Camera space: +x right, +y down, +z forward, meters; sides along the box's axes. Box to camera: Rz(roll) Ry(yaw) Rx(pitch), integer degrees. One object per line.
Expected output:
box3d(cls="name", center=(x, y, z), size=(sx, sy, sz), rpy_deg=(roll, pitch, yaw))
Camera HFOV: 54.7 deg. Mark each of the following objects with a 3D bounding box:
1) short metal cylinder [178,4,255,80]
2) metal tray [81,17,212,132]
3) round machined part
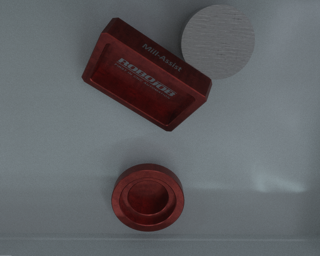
box3d(cls="short metal cylinder", center=(0.063, -0.101, 0.362), size=(0.081, 0.050, 0.079), rpy_deg=(0, 110, -1))
box3d(cls="metal tray", center=(-0.017, -0.056, 0.362), size=(0.130, 0.030, 0.090), rpy_deg=(31, 144, -12))
box3d(cls="round machined part", center=(-0.016, 0.093, 0.436), size=(0.099, 0.042, 0.097), rpy_deg=(0, 110, -1))
